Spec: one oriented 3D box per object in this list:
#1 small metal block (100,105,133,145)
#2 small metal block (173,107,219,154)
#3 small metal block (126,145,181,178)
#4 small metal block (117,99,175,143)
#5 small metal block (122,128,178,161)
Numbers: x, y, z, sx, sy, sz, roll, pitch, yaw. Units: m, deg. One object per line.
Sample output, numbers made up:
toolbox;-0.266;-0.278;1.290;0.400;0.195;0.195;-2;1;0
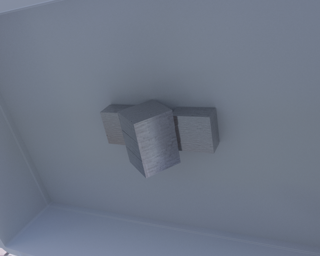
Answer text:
small metal block;-0.049;-0.004;0.428;0.050;0.025;0.050;4;120;26
small metal block;0.044;0.002;0.384;0.050;0.025;0.050;3;120;26
small metal block;-0.009;0.034;0.402;0.050;0.050;0.025;33;140;55
small metal block;-0.017;-0.010;0.379;0.050;0.050;0.025;34;140;55
small metal block;-0.013;0.012;0.391;0.050;0.050;0.025;33;140;55
